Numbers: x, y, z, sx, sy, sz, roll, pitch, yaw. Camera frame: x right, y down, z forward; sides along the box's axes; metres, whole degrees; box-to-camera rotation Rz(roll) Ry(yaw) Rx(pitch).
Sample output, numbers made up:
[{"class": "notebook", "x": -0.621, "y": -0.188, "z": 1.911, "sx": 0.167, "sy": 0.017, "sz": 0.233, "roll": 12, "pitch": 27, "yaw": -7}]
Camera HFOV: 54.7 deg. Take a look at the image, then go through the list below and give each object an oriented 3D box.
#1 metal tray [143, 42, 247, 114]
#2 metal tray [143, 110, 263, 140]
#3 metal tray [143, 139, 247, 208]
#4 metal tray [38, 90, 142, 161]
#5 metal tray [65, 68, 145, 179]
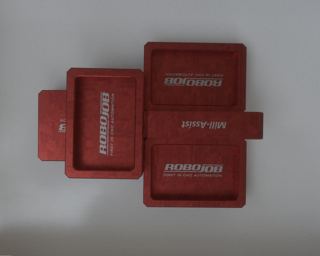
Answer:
[{"class": "metal tray", "x": 0.045, "y": -0.064, "z": 0.408, "sx": 0.131, "sy": 0.030, "sz": 0.089, "roll": 1, "pitch": 90, "yaw": -1}, {"class": "metal tray", "x": 0.047, "y": -0.004, "z": 0.377, "sx": 0.131, "sy": 0.090, "sz": 0.030, "roll": 1, "pitch": 90, "yaw": -1}, {"class": "metal tray", "x": 0.045, "y": 0.056, "z": 0.408, "sx": 0.131, "sy": 0.030, "sz": 0.089, "roll": 1, "pitch": 90, "yaw": -1}, {"class": "metal tray", "x": -0.088, "y": -0.003, "z": 0.405, "sx": 0.131, "sy": 0.030, "sz": 0.089, "roll": 0, "pitch": 90, "yaw": -1}, {"class": "metal tray", "x": -0.065, "y": -0.005, "z": 0.376, "sx": 0.091, "sy": 0.030, "sz": 0.129, "roll": 1, "pitch": 90, "yaw": -1}]
